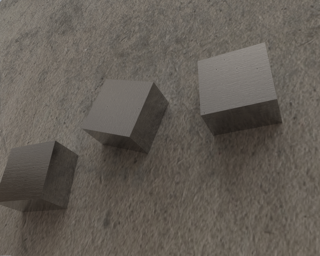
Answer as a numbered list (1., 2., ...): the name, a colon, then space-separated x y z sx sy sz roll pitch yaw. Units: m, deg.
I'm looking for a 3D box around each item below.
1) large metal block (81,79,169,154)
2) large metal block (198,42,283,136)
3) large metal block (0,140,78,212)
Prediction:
1. large metal block: -0.046 -0.018 0.421 0.080 0.050 0.080 9 66 31
2. large metal block: 0.093 -0.044 0.366 0.080 0.050 0.080 -12 57 21
3. large metal block: -0.170 0.069 0.432 0.080 0.050 0.080 -10 58 22
